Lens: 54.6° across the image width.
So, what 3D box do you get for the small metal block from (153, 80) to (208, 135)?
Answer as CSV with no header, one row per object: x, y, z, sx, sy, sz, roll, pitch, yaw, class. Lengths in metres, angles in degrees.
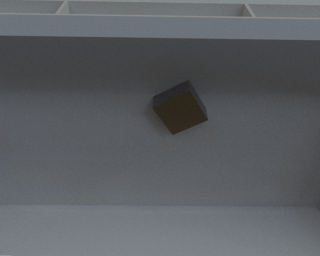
0.026,-0.025,0.388,0.050,0.025,0.050,-24,126,19,small metal block
